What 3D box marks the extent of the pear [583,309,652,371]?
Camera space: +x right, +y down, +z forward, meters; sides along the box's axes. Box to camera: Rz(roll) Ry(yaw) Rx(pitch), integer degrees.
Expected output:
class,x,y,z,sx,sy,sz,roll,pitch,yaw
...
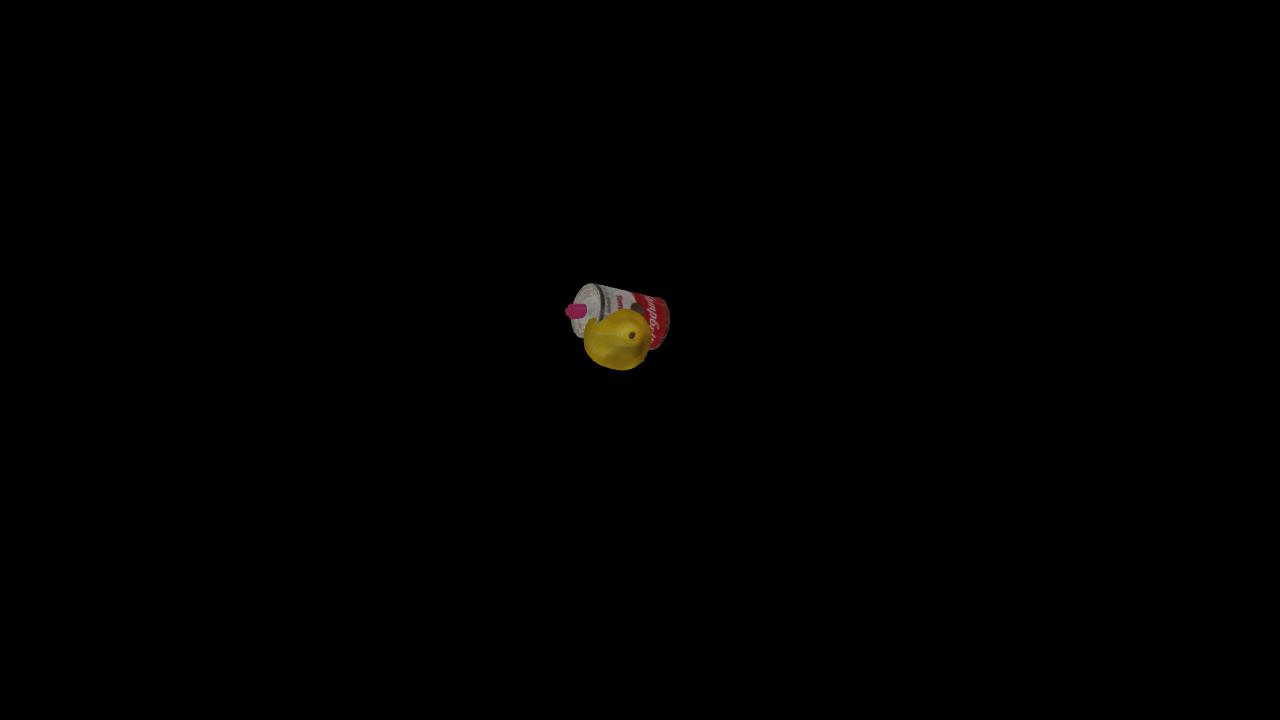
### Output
class,x,y,z,sx,sy,sz,roll,pitch,yaw
pear,-0.016,-0.027,0.696,0.080,0.080,0.111,0,-2,-27

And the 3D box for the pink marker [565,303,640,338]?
class,x,y,z,sx,sy,sz,roll,pitch,yaw
pink marker,-0.035,-0.060,0.743,0.121,0.020,0.020,-5,3,-33

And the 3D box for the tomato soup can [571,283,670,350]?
class,x,y,z,sx,sy,sz,roll,pitch,yaw
tomato soup can,-0.024,-0.052,0.740,0.101,0.068,0.068,9,-5,-36
